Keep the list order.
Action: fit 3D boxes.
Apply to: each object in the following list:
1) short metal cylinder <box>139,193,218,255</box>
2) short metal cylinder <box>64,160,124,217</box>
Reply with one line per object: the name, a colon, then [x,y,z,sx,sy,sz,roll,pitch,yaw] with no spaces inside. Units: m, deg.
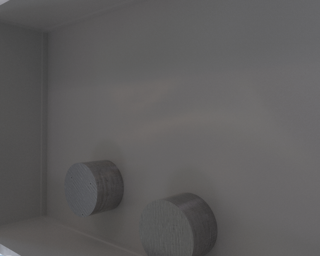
short metal cylinder: [0.021,0.122,0.373,0.080,0.050,0.080,0,90,40]
short metal cylinder: [-0.102,0.091,0.475,0.080,0.050,0.080,0,90,40]
